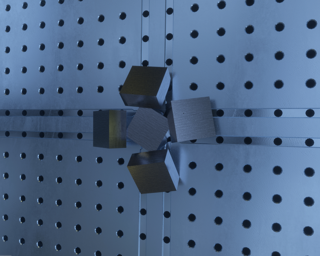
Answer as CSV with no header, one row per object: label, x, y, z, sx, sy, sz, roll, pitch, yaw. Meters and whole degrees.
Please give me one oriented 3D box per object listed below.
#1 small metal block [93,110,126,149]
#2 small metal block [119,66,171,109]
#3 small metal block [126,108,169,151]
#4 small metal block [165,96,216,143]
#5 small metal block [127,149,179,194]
small metal block,-0.069,0.001,0.423,0.050,0.025,0.050,0,90,54
small metal block,-0.018,-0.054,0.405,0.050,0.025,0.050,7,56,20
small metal block,-0.012,0.001,0.415,0.050,0.025,0.050,33,100,16
small metal block,0.038,-0.010,0.386,0.050,0.025,0.050,-8,86,-16
small metal block,-0.008,0.057,0.401,0.050,0.025,0.050,-10,123,19
